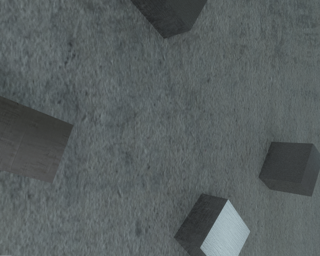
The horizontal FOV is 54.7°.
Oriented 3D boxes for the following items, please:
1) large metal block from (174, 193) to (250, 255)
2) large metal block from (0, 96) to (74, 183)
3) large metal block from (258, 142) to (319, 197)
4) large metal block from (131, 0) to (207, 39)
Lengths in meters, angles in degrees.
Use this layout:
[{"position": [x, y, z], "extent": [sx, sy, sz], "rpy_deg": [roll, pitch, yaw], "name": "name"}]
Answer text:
[{"position": [0.079, 0.157, 0.458], "extent": [0.080, 0.050, 0.080], "rpy_deg": [-51, 120, -28], "name": "large metal block"}, {"position": [-0.133, 0.007, 0.258], "extent": [0.080, 0.080, 0.050], "rpy_deg": [26, 74, -37], "name": "large metal block"}, {"position": [0.244, 0.074, 0.577], "extent": [0.050, 0.080, 0.080], "rpy_deg": [43, 64, -32], "name": "large metal block"}, {"position": [0.014, -0.178, 0.402], "extent": [0.080, 0.050, 0.080], "rpy_deg": [42, 65, -32], "name": "large metal block"}]
